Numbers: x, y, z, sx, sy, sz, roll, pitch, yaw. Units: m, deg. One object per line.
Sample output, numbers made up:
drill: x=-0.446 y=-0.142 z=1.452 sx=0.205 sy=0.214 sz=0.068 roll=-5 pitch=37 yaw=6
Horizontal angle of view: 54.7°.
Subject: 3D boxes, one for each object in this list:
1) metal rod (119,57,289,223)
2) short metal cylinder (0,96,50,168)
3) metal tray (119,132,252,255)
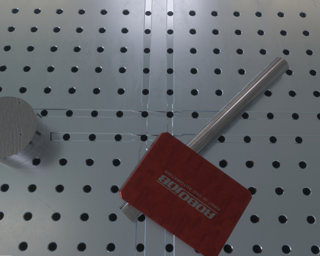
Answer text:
metal rod: x=0.067 y=0.006 z=0.409 sx=0.301 sy=0.025 sz=0.025 roll=-42 pitch=76 yaw=-14
short metal cylinder: x=-0.188 y=0.007 z=0.395 sx=0.081 sy=0.050 sz=0.080 roll=0 pitch=70 yaw=0
metal tray: x=0.030 y=0.077 z=0.362 sx=0.130 sy=0.030 sz=0.090 roll=36 pitch=76 yaw=-3
